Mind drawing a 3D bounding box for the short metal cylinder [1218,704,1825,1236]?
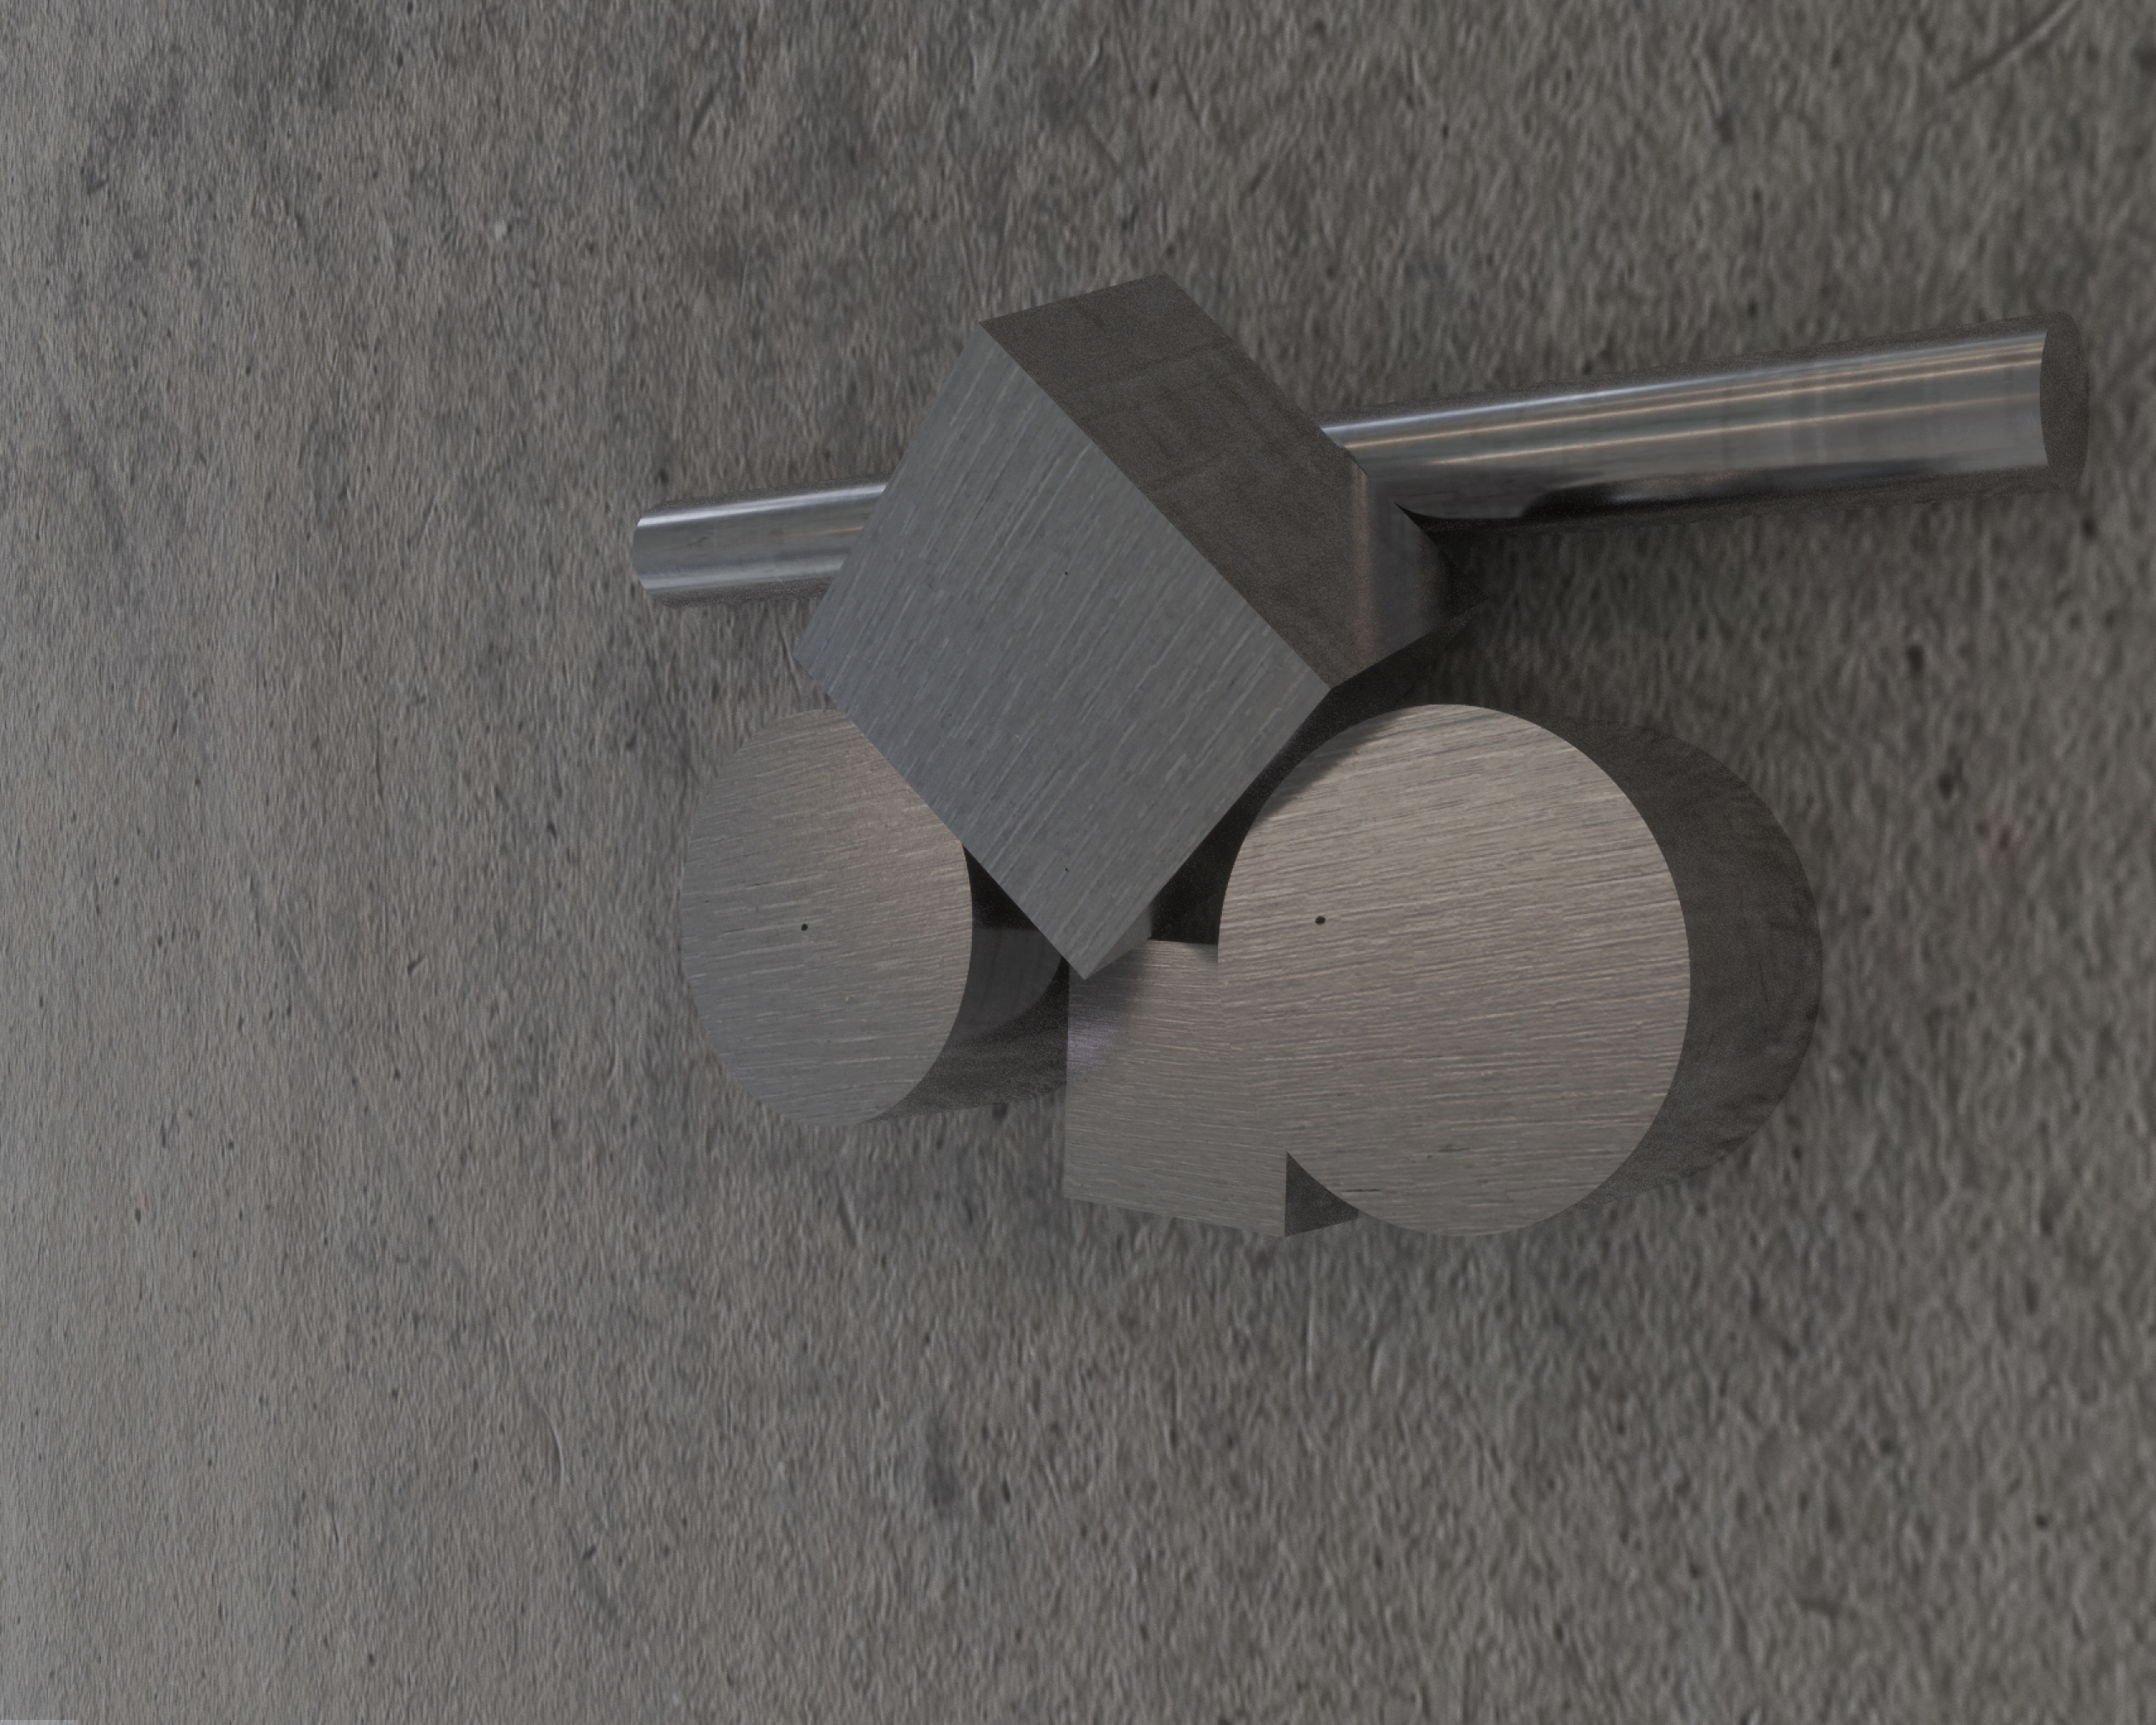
[{"bbox_3d":[0.070,0.016,0.332,0.080,0.050,0.079,0,90,40],"label":"short metal cylinder"}]

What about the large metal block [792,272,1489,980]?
[{"bbox_3d":[0.008,-0.041,0.361,0.080,0.050,0.080,48,133,11],"label":"large metal block"}]

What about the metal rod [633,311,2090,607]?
[{"bbox_3d":[0.023,-0.068,0.387,0.300,0.025,0.025,2,91,40],"label":"metal rod"}]

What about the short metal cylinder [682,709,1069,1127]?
[{"bbox_3d":[-0.033,0.010,0.417,0.080,0.050,0.079,0,90,40],"label":"short metal cylinder"}]

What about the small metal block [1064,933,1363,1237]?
[{"bbox_3d":[0.025,0.039,0.387,0.050,0.025,0.050,3,92,40],"label":"small metal block"}]
